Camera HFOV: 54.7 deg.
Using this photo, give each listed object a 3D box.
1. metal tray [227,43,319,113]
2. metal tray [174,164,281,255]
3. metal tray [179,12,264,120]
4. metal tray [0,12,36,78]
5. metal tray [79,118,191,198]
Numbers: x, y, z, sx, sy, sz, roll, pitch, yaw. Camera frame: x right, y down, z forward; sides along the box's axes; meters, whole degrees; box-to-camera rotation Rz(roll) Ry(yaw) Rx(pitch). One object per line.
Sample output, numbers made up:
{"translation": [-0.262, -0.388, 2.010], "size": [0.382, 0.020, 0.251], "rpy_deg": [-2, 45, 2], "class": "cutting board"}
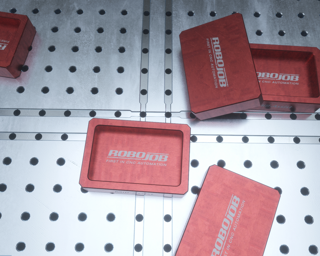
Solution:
{"translation": [0.158, -0.072, 0.437], "size": [0.131, 0.030, 0.090], "rpy_deg": [4, 70, 1], "class": "metal tray"}
{"translation": [0.078, 0.120, 0.366], "size": [0.090, 0.030, 0.130], "rpy_deg": [22, 71, 7], "class": "metal tray"}
{"translation": [0.081, -0.084, 0.423], "size": [0.090, 0.030, 0.129], "rpy_deg": [-14, 69, 18], "class": "metal tray"}
{"translation": [-0.262, -0.128, 0.452], "size": [0.131, 0.030, 0.090], "rpy_deg": [9, 70, 3], "class": "metal tray"}
{"translation": [-0.029, 0.038, 0.394], "size": [0.131, 0.030, 0.090], "rpy_deg": [4, 70, 1], "class": "metal tray"}
